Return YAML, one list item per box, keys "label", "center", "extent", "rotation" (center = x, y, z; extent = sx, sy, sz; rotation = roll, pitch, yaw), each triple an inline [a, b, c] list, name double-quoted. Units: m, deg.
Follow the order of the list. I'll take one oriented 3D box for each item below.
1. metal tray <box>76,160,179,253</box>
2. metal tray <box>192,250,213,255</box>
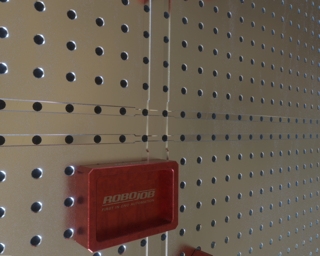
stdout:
- label: "metal tray"
  center: [-0.035, 0.088, 0.378]
  extent: [0.131, 0.030, 0.089]
  rotation: [0, 90, -40]
- label: "metal tray"
  center: [0.071, 0.262, 0.468]
  extent: [0.090, 0.030, 0.130]
  rotation: [-47, 118, -30]
